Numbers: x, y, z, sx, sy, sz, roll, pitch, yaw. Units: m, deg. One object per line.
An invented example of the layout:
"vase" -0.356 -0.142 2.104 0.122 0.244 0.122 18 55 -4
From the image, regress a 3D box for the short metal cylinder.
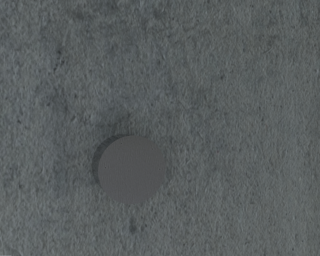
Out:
"short metal cylinder" -0.040 0.048 0.382 0.081 0.050 0.079 0 90 -21
